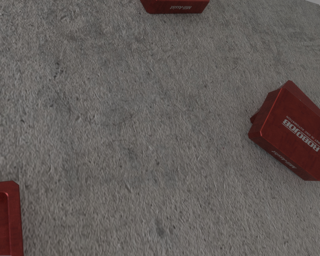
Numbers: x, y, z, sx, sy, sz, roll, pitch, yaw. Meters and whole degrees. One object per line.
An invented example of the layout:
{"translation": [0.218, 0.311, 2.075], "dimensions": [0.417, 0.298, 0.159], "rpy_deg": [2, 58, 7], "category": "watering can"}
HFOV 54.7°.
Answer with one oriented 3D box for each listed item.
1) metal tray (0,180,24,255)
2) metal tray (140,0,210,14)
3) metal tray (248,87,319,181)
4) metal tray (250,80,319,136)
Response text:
{"translation": [-0.159, 0.112, 0.246], "dimensions": [0.091, 0.030, 0.130], "rpy_deg": [-2, 62, -29], "category": "metal tray"}
{"translation": [0.018, -0.252, 0.563], "dimensions": [0.131, 0.030, 0.090], "rpy_deg": [-15, 70, -34], "category": "metal tray"}
{"translation": [0.208, 0.011, 0.477], "dimensions": [0.130, 0.030, 0.090], "rpy_deg": [36, 71, -13], "category": "metal tray"}
{"translation": [0.221, -0.019, 0.530], "dimensions": [0.090, 0.030, 0.131], "rpy_deg": [48, 51, 5], "category": "metal tray"}
